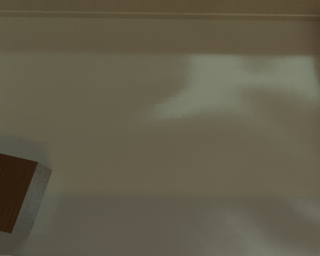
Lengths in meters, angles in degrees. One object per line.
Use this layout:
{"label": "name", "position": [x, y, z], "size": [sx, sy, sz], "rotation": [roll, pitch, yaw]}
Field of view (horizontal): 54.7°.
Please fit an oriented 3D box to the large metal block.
{"label": "large metal block", "position": [-0.188, 0.075, 0.367], "size": [0.080, 0.050, 0.080], "rotation": [12, 70, 4]}
